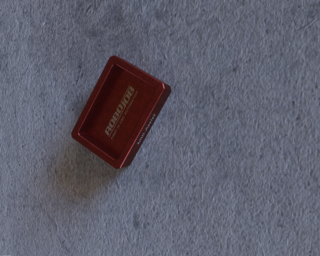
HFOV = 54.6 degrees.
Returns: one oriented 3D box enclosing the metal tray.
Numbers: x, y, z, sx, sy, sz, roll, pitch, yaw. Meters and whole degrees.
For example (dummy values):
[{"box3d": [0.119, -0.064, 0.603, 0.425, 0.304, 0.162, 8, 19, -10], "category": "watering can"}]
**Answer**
[{"box3d": [-0.055, -0.021, 0.426, 0.090, 0.030, 0.129, 32, 100, 17], "category": "metal tray"}]
